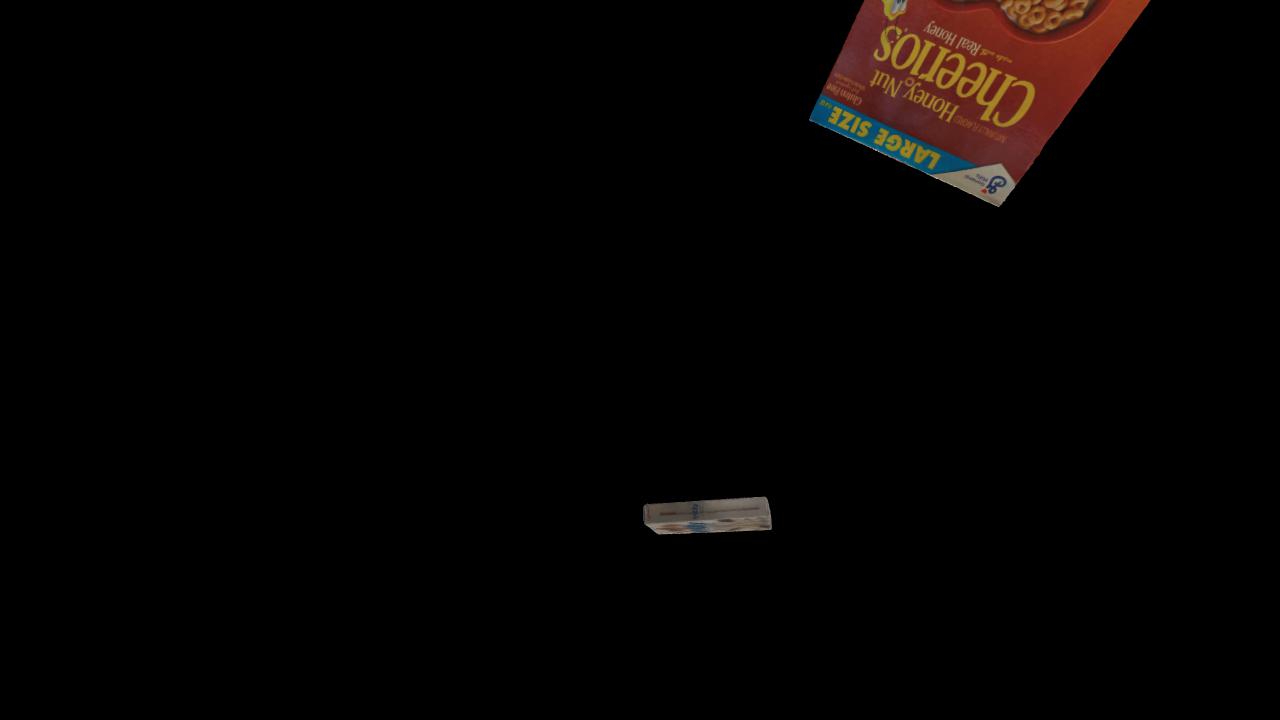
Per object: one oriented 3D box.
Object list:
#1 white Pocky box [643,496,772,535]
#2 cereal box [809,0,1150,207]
[{"bbox_3d":[0.088,0.199,0.783,0.154,0.028,0.084,-6,-26,12],"label":"white Pocky box"},{"bbox_3d":[0.307,-0.312,0.522,0.203,0.306,0.081,31,40,12],"label":"cereal box"}]
